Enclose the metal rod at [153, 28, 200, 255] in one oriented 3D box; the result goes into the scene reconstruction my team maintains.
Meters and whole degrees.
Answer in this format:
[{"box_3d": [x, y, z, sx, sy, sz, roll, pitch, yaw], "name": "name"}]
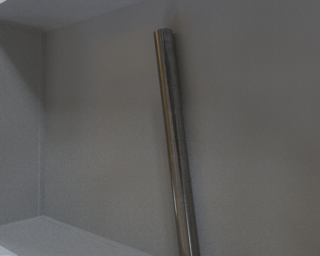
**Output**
[{"box_3d": [0.021, 0.024, 0.387, 0.025, 0.025, 0.298, -11, 83, 39], "name": "metal rod"}]
